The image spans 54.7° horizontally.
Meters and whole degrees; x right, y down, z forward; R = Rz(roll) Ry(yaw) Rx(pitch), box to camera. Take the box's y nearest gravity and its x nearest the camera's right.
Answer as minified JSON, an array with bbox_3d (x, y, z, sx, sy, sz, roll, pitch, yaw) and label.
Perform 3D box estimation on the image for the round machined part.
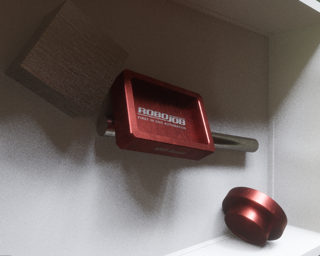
[{"bbox_3d":[0.140,0.141,0.479,0.042,0.098,0.098,-46,118,-34],"label":"round machined part"}]

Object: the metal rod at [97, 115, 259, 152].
[{"bbox_3d":[0.049,0.014,0.449,0.302,0.025,0.025,8,85,-40],"label":"metal rod"}]

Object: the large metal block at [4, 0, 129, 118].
[{"bbox_3d":[-0.091,-0.066,0.315,0.080,0.050,0.080,39,66,-34],"label":"large metal block"}]

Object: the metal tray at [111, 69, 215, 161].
[{"bbox_3d":[0.006,-0.013,0.383,0.131,0.030,0.090,13,56,-38],"label":"metal tray"}]
